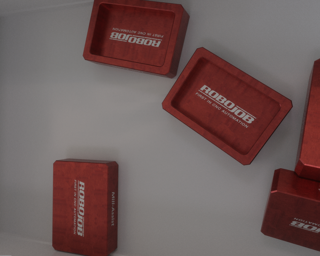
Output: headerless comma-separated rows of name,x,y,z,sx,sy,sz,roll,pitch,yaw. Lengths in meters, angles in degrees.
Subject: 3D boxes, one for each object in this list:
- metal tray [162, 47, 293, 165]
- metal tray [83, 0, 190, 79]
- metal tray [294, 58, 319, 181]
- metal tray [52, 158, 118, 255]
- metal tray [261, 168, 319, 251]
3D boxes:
metal tray,0.079,-0.027,0.379,0.130,0.030,0.090,36,101,16
metal tray,-0.034,-0.124,0.419,0.130,0.030,0.089,14,95,19
metal tray,0.192,-0.007,0.306,0.090,0.030,0.130,12,63,20
metal tray,-0.108,0.112,0.446,0.090,0.030,0.129,1,90,19
metal tray,0.177,0.094,0.316,0.130,0.030,0.090,12,137,19
